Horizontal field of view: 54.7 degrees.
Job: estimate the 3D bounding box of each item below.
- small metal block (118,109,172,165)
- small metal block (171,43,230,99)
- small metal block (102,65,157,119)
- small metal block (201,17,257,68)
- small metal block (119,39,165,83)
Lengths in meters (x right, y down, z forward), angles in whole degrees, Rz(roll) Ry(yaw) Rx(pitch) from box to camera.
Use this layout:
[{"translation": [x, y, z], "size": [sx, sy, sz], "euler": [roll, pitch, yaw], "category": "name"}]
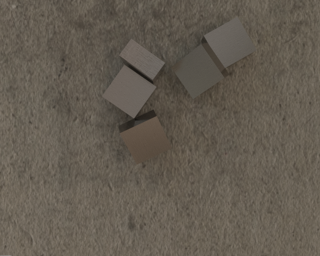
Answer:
[{"translation": [-0.019, 0.012, 0.401], "size": [0.050, 0.025, 0.050], "euler": [-25, 115, 0], "category": "small metal block"}, {"translation": [0.052, -0.073, 0.399], "size": [0.050, 0.025, 0.050], "euler": [-34, 91, 32], "category": "small metal block"}, {"translation": [-0.039, -0.047, 0.409], "size": [0.050, 0.025, 0.050], "euler": [35, 90, 0], "category": "small metal block"}, {"translation": [0.091, -0.110, 0.411], "size": [0.050, 0.025, 0.050], "euler": [-30, 90, -1], "category": "small metal block"}, {"translation": [-0.022, -0.083, 0.397], "size": [0.050, 0.050, 0.025], "euler": [36, 90, -1], "category": "small metal block"}]
